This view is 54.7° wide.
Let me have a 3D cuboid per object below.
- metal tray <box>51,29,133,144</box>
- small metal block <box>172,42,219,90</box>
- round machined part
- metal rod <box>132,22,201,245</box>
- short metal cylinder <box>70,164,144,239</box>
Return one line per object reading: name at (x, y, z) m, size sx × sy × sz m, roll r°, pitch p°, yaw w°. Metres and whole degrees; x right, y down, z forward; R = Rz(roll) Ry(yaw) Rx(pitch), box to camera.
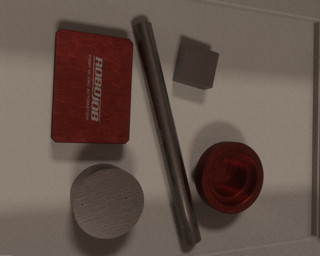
metal tray at (-0.083, -0.047, 0.378) m, size 0.091 × 0.030 × 0.129 m, roll 3°, pitch 89°, yaw -21°
small metal block at (0.050, -0.085, 0.430) m, size 0.050 × 0.025 × 0.050 m, roll 13°, pitch 86°, yaw -20°
round machined part at (0.093, 0.067, 0.437) m, size 0.099 × 0.042 × 0.097 m, roll 0°, pitch 90°, yaw -21°
metal rod at (0.011, 0.011, 0.415) m, size 0.025 × 0.025 × 0.298 m, roll -15°, pitch 95°, yaw -20°
short metal cylinder at (-0.065, 0.085, 0.374) m, size 0.081 × 0.050 × 0.079 m, roll 0°, pitch 90°, yaw -21°
